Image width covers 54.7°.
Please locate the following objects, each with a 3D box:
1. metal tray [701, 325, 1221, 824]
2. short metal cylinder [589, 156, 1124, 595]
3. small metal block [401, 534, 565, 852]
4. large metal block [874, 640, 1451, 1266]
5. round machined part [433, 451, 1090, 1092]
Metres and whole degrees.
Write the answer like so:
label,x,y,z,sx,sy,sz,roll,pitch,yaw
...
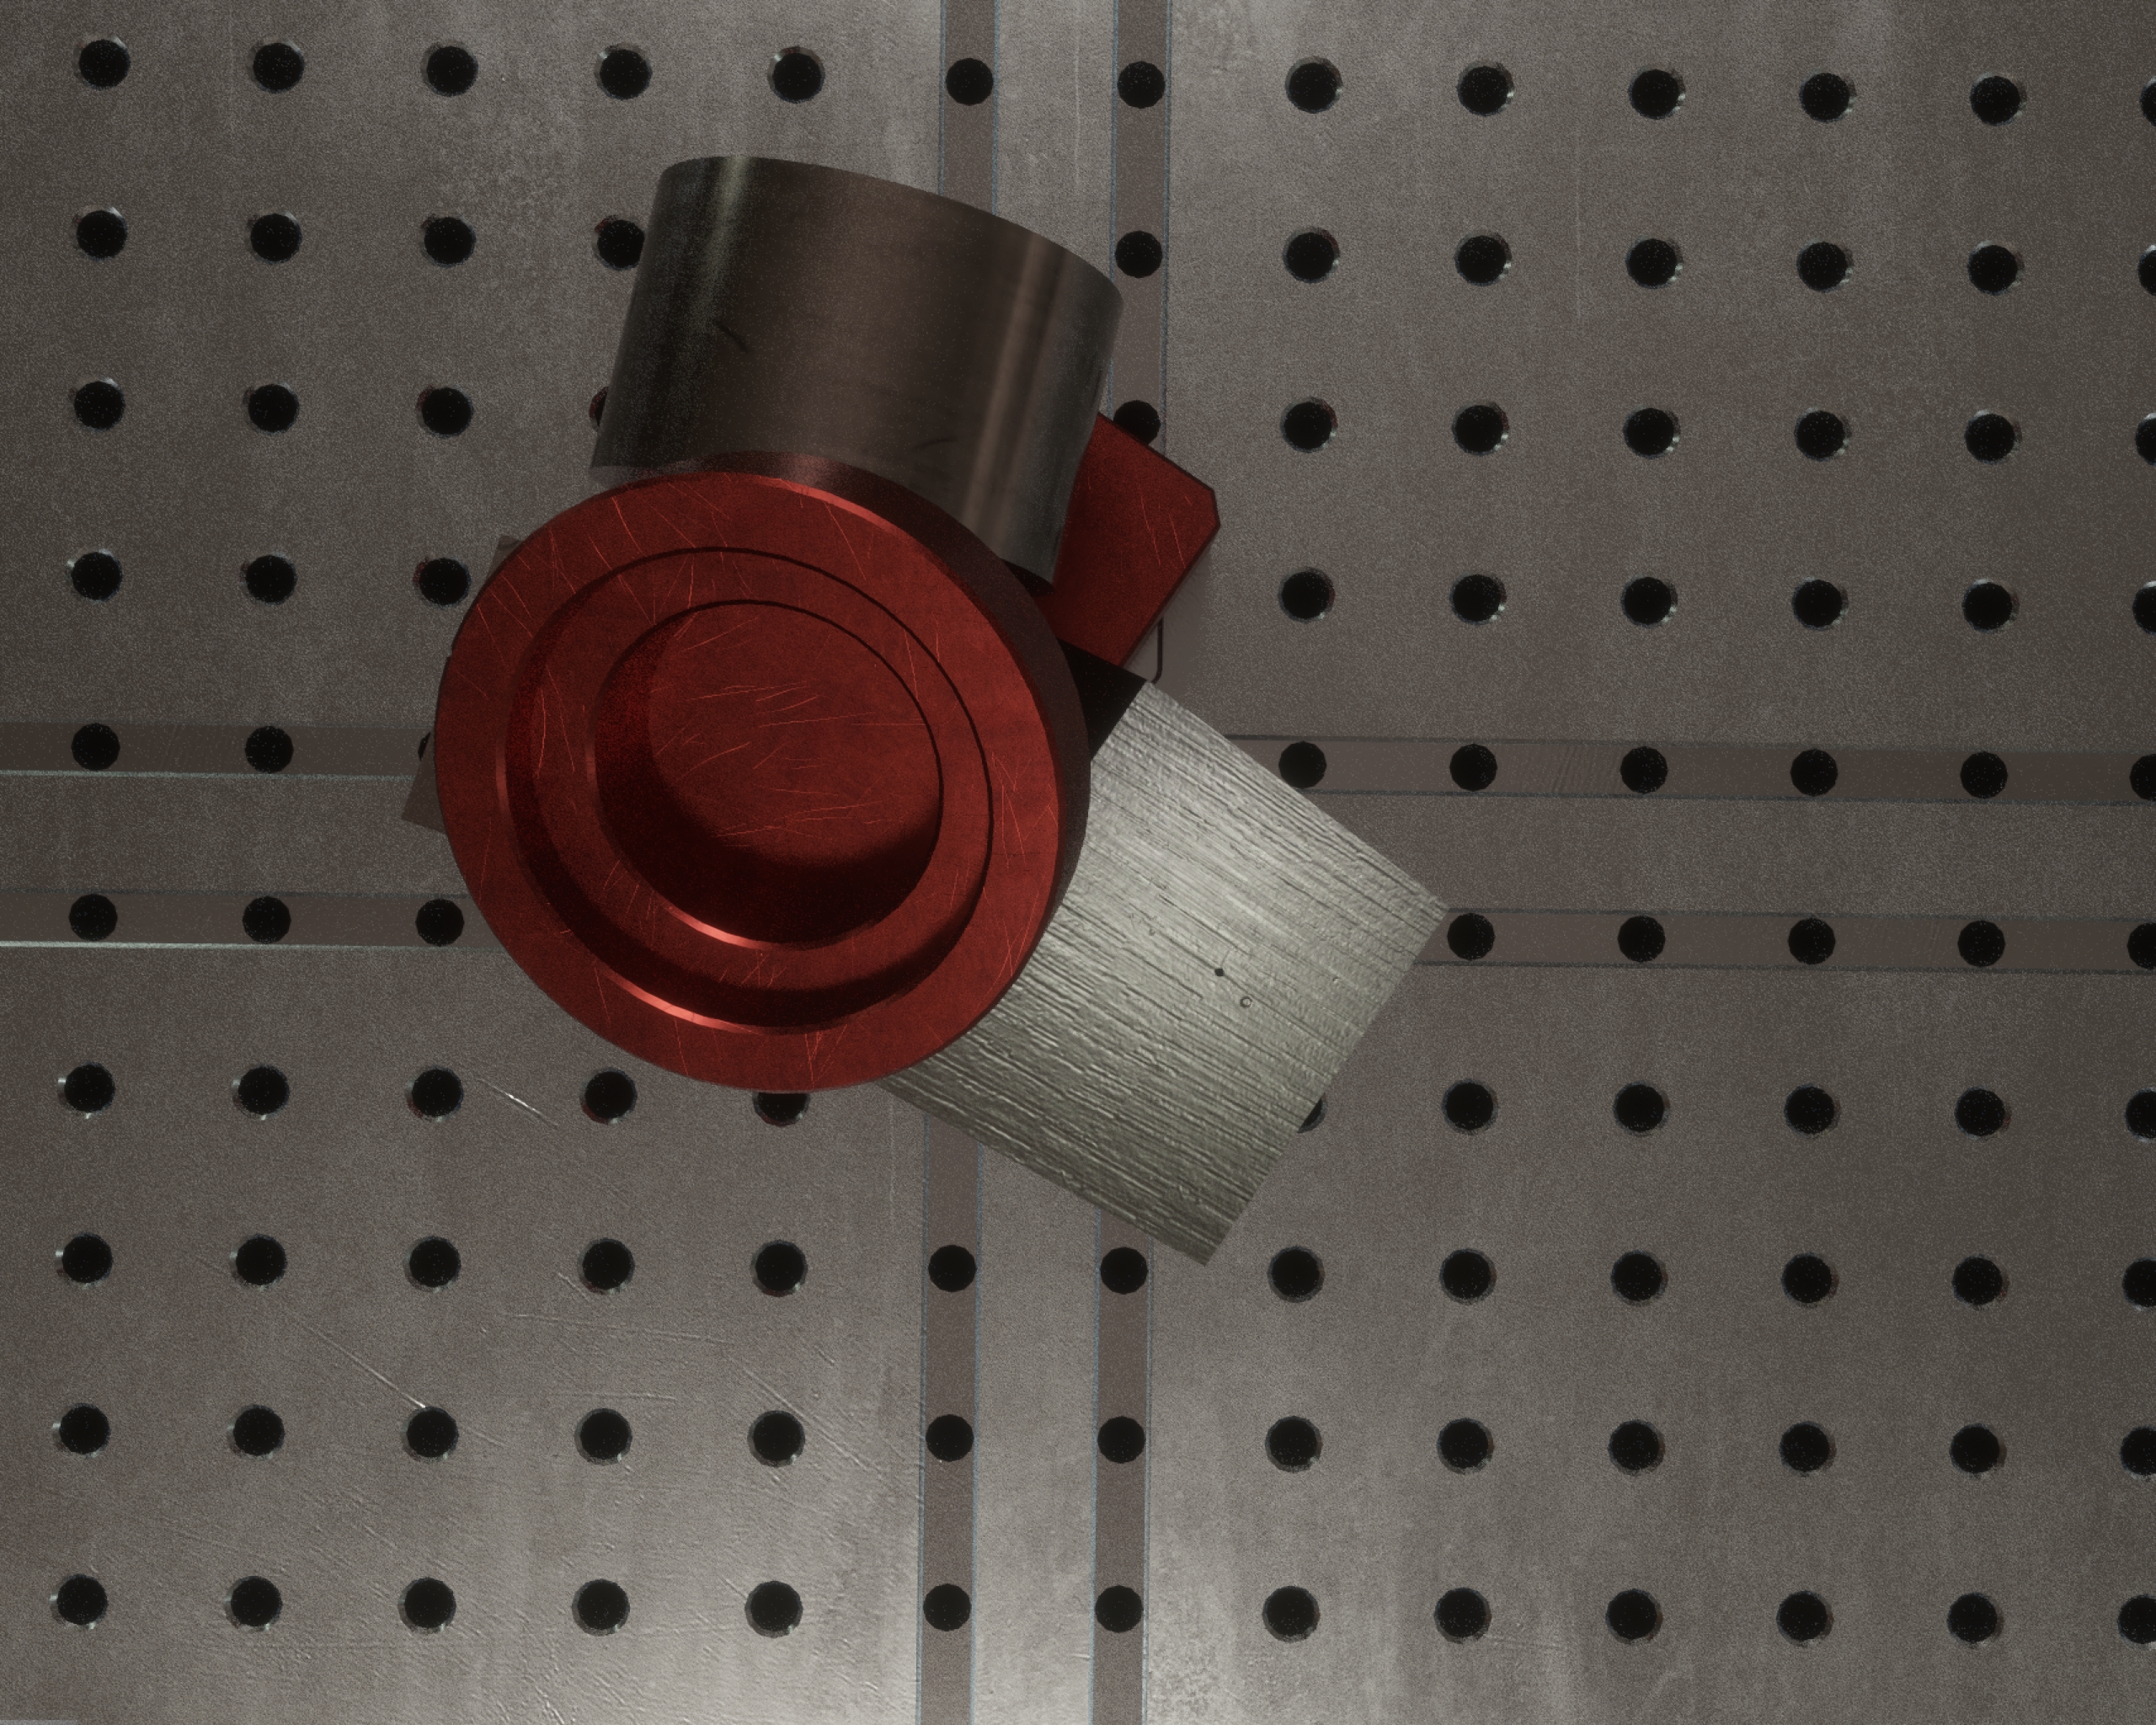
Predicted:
label,x,y,z,sx,sy,sz,roll,pitch,yaw
metal tray,-0.044,-0.040,0.411,0.090,0.030,0.130,35,90,-1
short metal cylinder,-0.037,-0.080,0.355,0.080,0.080,0.050,13,90,-1
small metal block,-0.091,-0.027,0.368,0.025,0.050,0.050,19,90,0
large metal block,0.007,0.015,0.383,0.080,0.050,0.080,34,90,-31
round machined part,-0.046,-0.016,0.330,0.098,0.042,0.097,4,110,10
